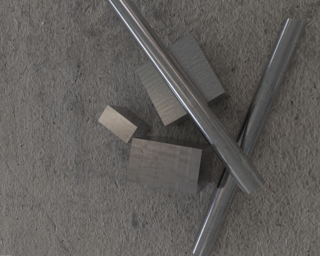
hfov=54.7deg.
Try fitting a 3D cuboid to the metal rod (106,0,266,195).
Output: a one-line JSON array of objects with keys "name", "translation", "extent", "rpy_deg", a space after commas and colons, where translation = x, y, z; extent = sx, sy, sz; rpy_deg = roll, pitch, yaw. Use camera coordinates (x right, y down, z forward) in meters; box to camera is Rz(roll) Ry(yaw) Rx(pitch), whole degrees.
[{"name": "metal rod", "translation": [0.015, -0.059, 0.350], "extent": [0.025, 0.025, 0.299], "rpy_deg": [-38, 78, 16]}]

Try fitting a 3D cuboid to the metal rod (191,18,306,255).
[{"name": "metal rod", "translation": [0.103, 0.019, 0.372], "extent": [0.025, 0.025, 0.298], "rpy_deg": [23, 97, 18]}]

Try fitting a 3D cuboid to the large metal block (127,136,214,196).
[{"name": "large metal block", "translation": [0.017, 0.041, 0.374], "extent": [0.080, 0.080, 0.050], "rpy_deg": [9, 93, 19]}]

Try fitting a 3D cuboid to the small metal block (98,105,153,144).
[{"name": "small metal block", "translation": [-0.045, -0.005, 0.412], "extent": [0.050, 0.050, 0.025], "rpy_deg": [37, 102, 16]}]

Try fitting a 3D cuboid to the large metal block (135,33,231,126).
[{"name": "large metal block", "translation": [0.030, -0.056, 0.385], "extent": [0.080, 0.050, 0.080], "rpy_deg": [-30, 80, 17]}]
